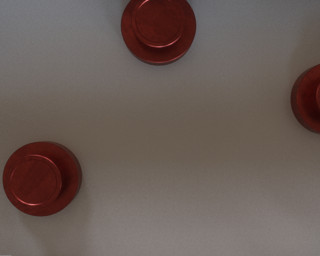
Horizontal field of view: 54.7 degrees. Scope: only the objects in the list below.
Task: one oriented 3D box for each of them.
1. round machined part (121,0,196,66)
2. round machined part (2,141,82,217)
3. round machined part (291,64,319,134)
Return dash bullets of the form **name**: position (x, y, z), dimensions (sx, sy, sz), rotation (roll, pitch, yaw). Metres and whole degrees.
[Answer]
- **round machined part**: position (-0.002, -0.134, 0.403), dimensions (0.099, 0.042, 0.097), rotation (0, 90, 0)
- **round machined part**: position (-0.156, 0.066, 0.402), dimensions (0.099, 0.042, 0.097), rotation (0, 90, 0)
- **round machined part**: position (0.228, -0.039, 0.404), dimensions (0.099, 0.042, 0.097), rotation (0, 90, 0)
